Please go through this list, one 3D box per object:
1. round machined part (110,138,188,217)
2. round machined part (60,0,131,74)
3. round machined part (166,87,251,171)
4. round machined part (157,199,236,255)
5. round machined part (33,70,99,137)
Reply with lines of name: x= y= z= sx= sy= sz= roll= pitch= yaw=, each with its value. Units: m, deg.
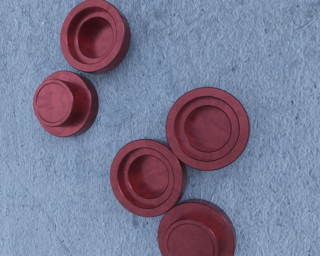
round machined part: x=-0.012 y=0.062 z=0.404 sx=0.098 sy=0.042 sz=0.097 roll=0 pitch=90 yaw=20
round machined part: x=-0.084 y=-0.123 z=0.430 sx=0.098 sy=0.042 sz=0.097 roll=0 pitch=90 yaw=20
round machined part: x=0.060 y=0.001 z=0.379 sx=0.098 sy=0.042 sz=0.097 roll=0 pitch=90 yaw=19
round machined part: x=0.042 y=0.141 z=0.385 sx=0.098 sy=0.042 sz=0.097 roll=0 pitch=90 yaw=20
round machined part: x=-0.143 y=-0.035 z=0.450 sx=0.098 sy=0.042 sz=0.097 roll=0 pitch=90 yaw=20
